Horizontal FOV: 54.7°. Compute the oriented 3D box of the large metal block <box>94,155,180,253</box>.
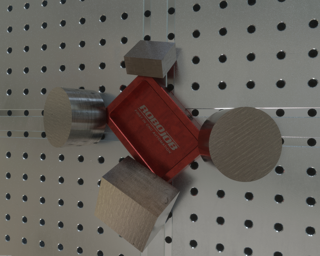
[{"bbox_3d":[-0.031,0.096,0.392,0.080,0.050,0.079,32,131,16],"label":"large metal block"}]

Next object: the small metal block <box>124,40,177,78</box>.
[{"bbox_3d":[-0.011,-0.090,0.400,0.050,0.050,0.025,10,131,20],"label":"small metal block"}]

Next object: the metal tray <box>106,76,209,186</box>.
[{"bbox_3d":[-0.006,0.001,0.411,0.090,0.030,0.130,-43,77,15],"label":"metal tray"}]

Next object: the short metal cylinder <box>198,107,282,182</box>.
[{"bbox_3d":[0.088,0.017,0.352,0.081,0.050,0.079,0,90,-7],"label":"short metal cylinder"}]

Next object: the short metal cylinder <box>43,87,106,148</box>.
[{"bbox_3d":[-0.118,-0.014,0.425,0.080,0.050,0.079,1,91,45],"label":"short metal cylinder"}]
